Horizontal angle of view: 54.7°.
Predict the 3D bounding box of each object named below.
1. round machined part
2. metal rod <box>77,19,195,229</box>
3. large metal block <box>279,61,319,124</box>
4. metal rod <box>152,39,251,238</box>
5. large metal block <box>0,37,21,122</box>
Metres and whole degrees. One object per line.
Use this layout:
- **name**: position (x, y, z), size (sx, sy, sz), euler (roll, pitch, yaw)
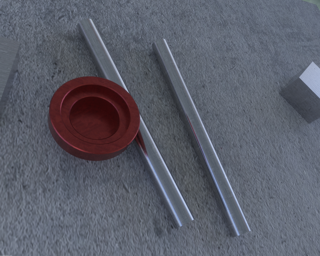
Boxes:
- **round machined part**: position (-0.076, -0.007, 0.354), size (0.099, 0.042, 0.098), euler (11, 59, -18)
- **metal rod**: position (-0.038, -0.018, 0.395), size (0.025, 0.025, 0.299), euler (-16, 70, -35)
- **large metal block**: position (0.286, -0.068, 0.587), size (0.080, 0.050, 0.080), euler (47, 51, 4)
- **metal rod**: position (0.050, -0.001, 0.432), size (0.025, 0.025, 0.299), euler (-8, 66, -32)
- **large metal block**: position (-0.197, -0.055, 0.316), size (0.081, 0.050, 0.080), euler (14, 56, -21)
